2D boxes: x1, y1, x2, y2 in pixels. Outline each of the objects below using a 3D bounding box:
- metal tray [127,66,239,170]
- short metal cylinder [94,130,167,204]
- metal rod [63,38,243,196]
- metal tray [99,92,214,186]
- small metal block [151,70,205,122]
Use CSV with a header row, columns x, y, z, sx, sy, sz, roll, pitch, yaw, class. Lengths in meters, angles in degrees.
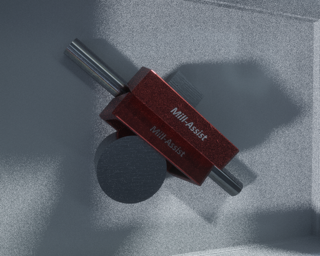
x,y,z,sx,sy,sz,roll,pitch,yaw,class
0.023,-0.014,0.357,0.130,0.090,0.030,41,94,-16,metal tray
-0.037,0.045,0.377,0.081,0.050,0.079,-2,98,-15,short metal cylinder
0.002,-0.005,0.412,0.300,0.025,0.025,41,77,-16,metal rod
-0.007,0.014,0.373,0.130,0.090,0.030,41,77,-16,metal tray
0.023,-0.041,0.418,0.050,0.025,0.050,42,76,-16,small metal block
